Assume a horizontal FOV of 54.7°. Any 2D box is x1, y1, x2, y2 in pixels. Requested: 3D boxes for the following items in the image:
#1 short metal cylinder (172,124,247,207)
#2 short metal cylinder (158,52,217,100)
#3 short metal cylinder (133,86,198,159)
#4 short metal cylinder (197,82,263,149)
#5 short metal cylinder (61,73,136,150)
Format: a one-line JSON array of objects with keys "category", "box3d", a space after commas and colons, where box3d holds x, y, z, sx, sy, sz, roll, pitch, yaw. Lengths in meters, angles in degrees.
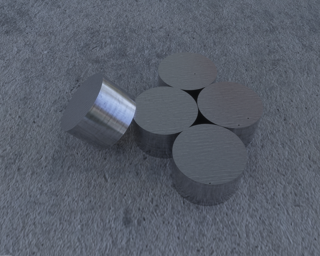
[{"category": "short metal cylinder", "box3d": [0.054, 0.042, 0.354, 0.080, 0.050, 0.080, 0, 50, 0]}, {"category": "short metal cylinder", "box3d": [0.038, -0.063, 0.442, 0.080, 0.050, 0.080, 0, 50, 0]}, {"category": "short metal cylinder", "box3d": [0.006, -0.007, 0.394, 0.080, 0.050, 0.080, 0, 50, 0]}, {"category": "short metal cylinder", "box3d": [0.086, -0.015, 0.401, 0.080, 0.050, 0.080, 0, 50, 0]}, {"category": "short metal cylinder", "box3d": [-0.075, -0.020, 0.378, 0.080, 0.050, 0.080, -33, 39, 32]}]
